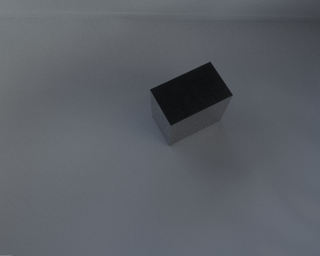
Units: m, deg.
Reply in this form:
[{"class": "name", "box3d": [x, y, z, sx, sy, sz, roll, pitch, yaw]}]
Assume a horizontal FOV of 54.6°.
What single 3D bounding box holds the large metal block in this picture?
[{"class": "large metal block", "box3d": [0.036, -0.027, 0.391, 0.080, 0.080, 0.050, -26, 72, -9]}]
